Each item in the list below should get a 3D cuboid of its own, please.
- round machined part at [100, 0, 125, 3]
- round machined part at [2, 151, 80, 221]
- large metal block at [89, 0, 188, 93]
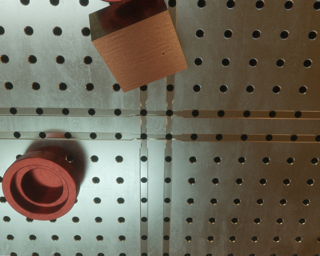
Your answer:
[{"bbox_3d":[-0.049,-0.187,0.335,0.099,0.042,0.097,0,110,0],"label":"round machined part"},{"bbox_3d":[-0.160,0.076,0.431,0.099,0.042,0.097,0,110,0],"label":"round machined part"},{"bbox_3d":[-0.022,-0.096,0.346,0.080,0.050,0.080,-20,142,7],"label":"large metal block"}]
